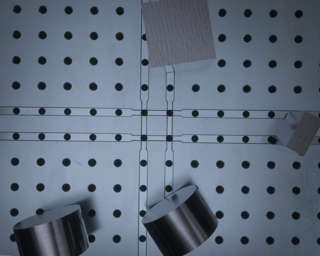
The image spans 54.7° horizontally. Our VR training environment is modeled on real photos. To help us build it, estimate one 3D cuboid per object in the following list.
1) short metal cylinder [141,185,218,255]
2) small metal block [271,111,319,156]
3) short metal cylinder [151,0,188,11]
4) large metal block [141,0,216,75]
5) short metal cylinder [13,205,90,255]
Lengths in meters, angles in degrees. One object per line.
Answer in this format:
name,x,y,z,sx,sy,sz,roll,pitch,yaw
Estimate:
short metal cylinder,0.024,0.115,0.386,0.080,0.080,0.050,-32,90,0
small metal block,0.176,0.006,0.402,0.025,0.050,0.050,28,90,0
short metal cylinder,0.020,-0.198,0.401,0.081,0.050,0.080,0,90,0
large metal block,0.023,-0.118,0.401,0.080,0.050,0.080,-9,90,0
short metal cylinder,-0.133,0.133,0.385,0.080,0.080,0.050,-14,90,0
